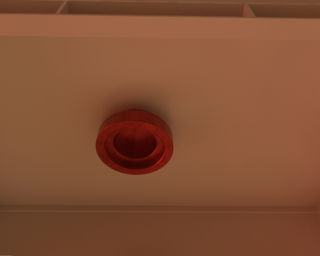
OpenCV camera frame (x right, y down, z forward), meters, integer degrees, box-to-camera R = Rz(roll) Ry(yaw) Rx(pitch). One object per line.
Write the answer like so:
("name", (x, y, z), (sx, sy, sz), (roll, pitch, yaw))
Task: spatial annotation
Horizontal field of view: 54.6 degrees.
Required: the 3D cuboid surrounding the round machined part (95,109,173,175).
("round machined part", (-0.032, 0.014, 0.409), (0.099, 0.042, 0.097), (0, 130, 0))
